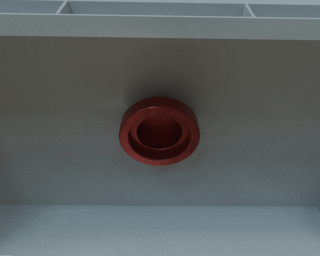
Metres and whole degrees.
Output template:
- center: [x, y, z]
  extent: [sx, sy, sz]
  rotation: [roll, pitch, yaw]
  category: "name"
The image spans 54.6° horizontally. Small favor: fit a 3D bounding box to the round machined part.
- center: [-0.001, 0.000, 0.393]
  extent: [0.099, 0.042, 0.097]
  rotation: [0, 130, 0]
  category: "round machined part"
